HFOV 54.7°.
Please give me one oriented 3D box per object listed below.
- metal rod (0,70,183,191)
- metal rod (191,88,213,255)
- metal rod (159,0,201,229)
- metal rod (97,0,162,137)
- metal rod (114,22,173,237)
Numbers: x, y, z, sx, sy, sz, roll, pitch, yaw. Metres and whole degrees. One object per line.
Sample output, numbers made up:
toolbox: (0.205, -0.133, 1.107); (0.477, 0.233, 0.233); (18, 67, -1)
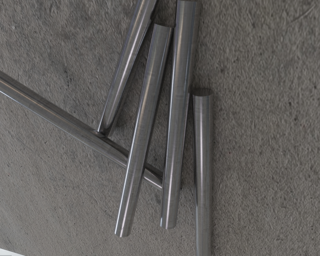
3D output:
metal rod: (-0.099, 0.012, 0.431); (0.301, 0.025, 0.025); (33, 130, -8)
metal rod: (0.060, 0.088, 0.429); (0.025, 0.025, 0.298); (9, 123, 23)
metal rod: (0.020, 0.004, 0.379); (0.025, 0.025, 0.298); (14, 119, 20)
metal rod: (-0.029, -0.101, 0.359); (0.025, 0.025, 0.298); (32, 129, 7)
metal rod: (-0.025, 0.021, 0.397); (0.025, 0.025, 0.298); (20, 115, 16)
